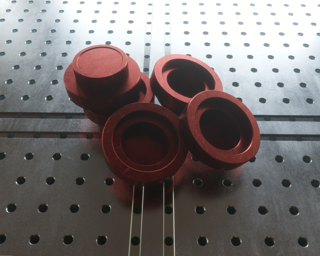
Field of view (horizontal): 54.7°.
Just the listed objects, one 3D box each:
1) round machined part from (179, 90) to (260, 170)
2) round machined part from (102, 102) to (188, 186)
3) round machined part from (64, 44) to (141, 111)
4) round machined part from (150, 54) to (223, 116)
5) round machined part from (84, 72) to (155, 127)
[{"bbox_3d":[0.068,0.006,0.377,0.099,0.042,0.098,11,59,-18],"label":"round machined part"},{"bbox_3d":[-0.019,0.022,0.367,0.099,0.042,0.098,5,64,-9],"label":"round machined part"},{"bbox_3d":[-0.075,-0.071,0.400,0.099,0.042,0.098,0,50,0],"label":"round machined part"},{"bbox_3d":[0.033,-0.055,0.431,0.099,0.042,0.098,11,50,-13],"label":"round machined part"},{"bbox_3d":[-0.056,-0.037,0.426,0.099,0.042,0.098,0,50,0],"label":"round machined part"}]
